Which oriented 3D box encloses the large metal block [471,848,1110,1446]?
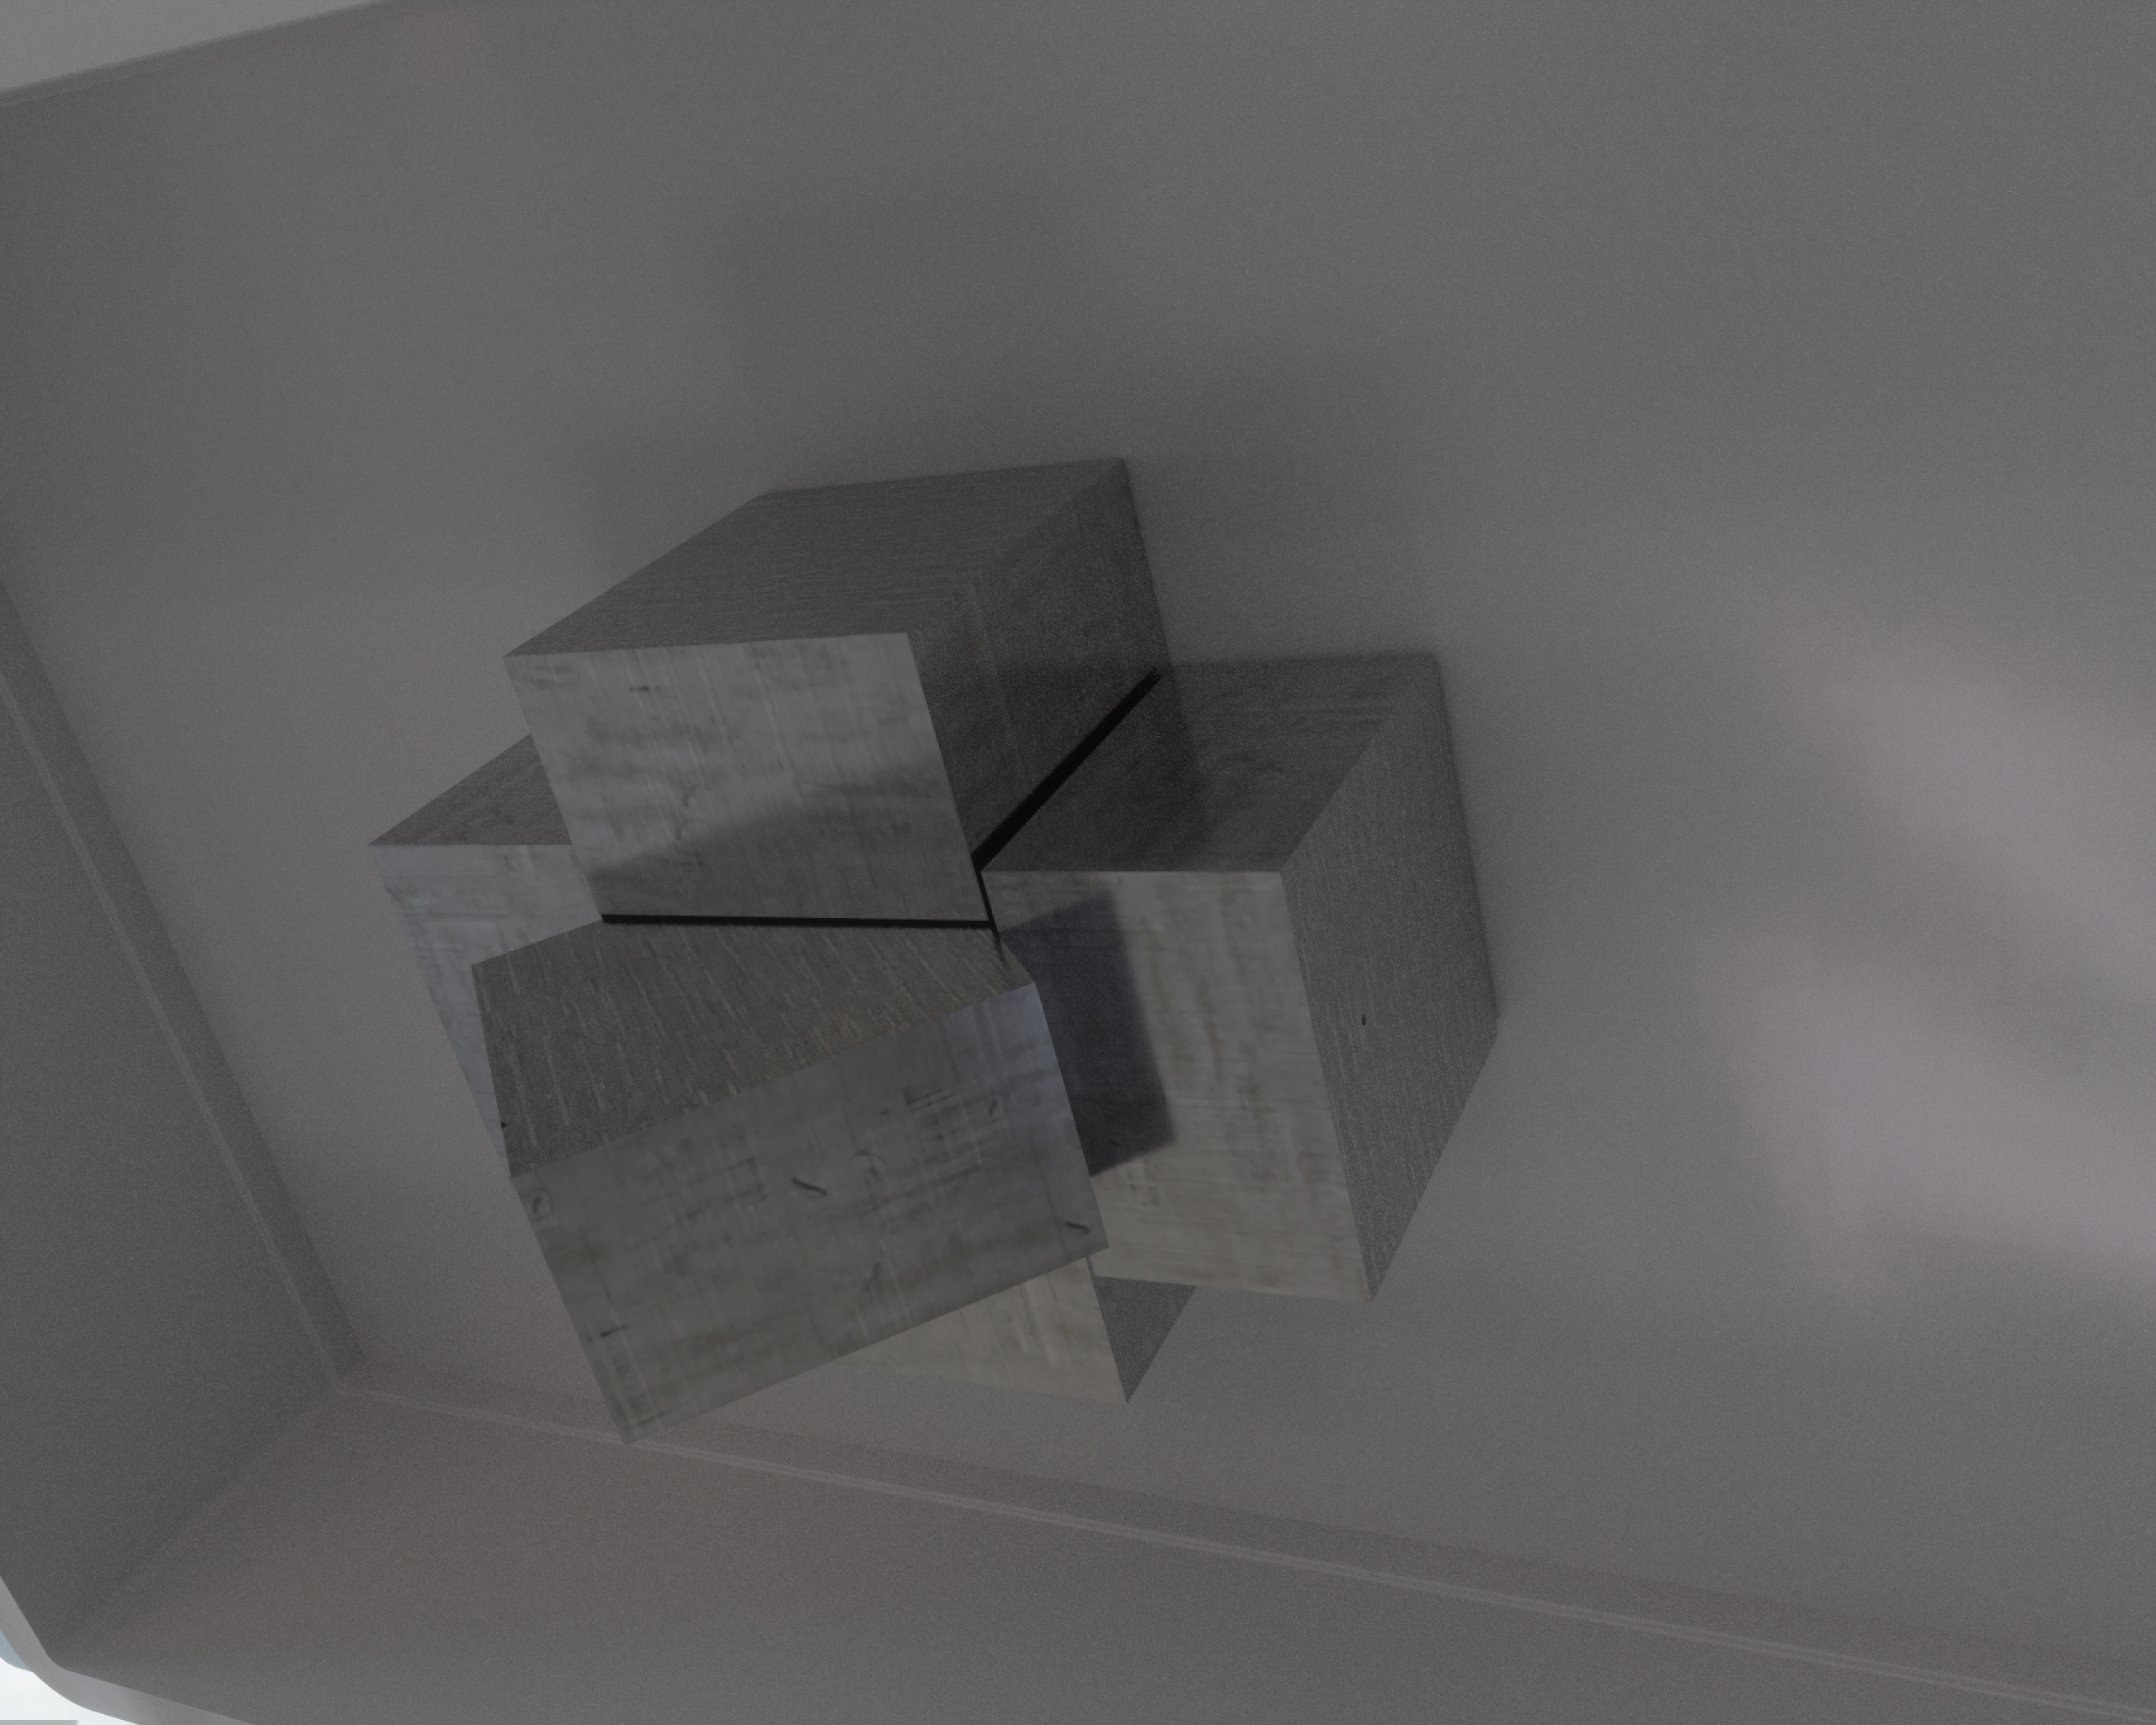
[{"bbox_3d":[-0.051,0.040,0.350,0.081,0.080,0.050,-20,115,-12],"label":"large metal block"}]

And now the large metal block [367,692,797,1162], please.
[{"bbox_3d":[-0.084,0.013,0.425,0.050,0.080,0.080,0,119,28],"label":"large metal block"}]

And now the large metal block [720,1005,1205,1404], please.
[{"bbox_3d":[-0.015,0.057,0.415,0.080,0.080,0.050,0,118,28],"label":"large metal block"}]

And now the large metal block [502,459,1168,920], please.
[{"bbox_3d":[-0.039,-0.032,0.372,0.080,0.080,0.050,0,118,28],"label":"large metal block"}]

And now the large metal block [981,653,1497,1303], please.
[{"bbox_3d":[0.033,0.017,0.362,0.050,0.080,0.080,0,118,28],"label":"large metal block"}]
